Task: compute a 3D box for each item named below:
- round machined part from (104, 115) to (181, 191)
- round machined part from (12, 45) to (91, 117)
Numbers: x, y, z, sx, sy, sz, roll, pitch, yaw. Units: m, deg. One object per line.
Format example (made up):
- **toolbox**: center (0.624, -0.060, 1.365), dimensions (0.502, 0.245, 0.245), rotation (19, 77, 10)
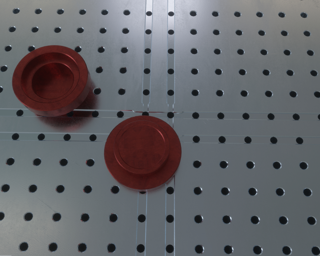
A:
- **round machined part**: center (-0.022, 0.029, 0.392), dimensions (0.099, 0.042, 0.098), rotation (0, 70, 0)
- **round machined part**: center (-0.143, -0.060, 0.424), dimensions (0.099, 0.042, 0.098), rotation (0, 70, 0)
